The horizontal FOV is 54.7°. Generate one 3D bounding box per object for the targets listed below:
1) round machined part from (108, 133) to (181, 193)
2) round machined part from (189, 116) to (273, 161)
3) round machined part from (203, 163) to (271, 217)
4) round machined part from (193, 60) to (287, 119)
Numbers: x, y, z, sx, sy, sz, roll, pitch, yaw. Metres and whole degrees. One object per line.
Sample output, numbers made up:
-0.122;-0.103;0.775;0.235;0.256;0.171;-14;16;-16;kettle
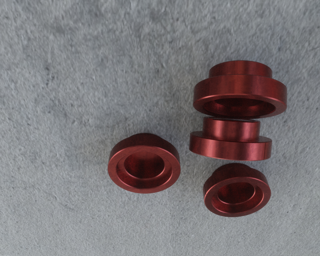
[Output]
-0.021;0.045;0.434;0.099;0.042;0.097;-1;130;0;round machined part
0.086;0.009;0.380;0.099;0.098;0.042;3;96;-3;round machined part
0.115;0.091;0.476;0.099;0.042;0.097;-1;130;0;round machined part
0.087;-0.042;0.341;0.099;0.042;0.098;5;169;1;round machined part
